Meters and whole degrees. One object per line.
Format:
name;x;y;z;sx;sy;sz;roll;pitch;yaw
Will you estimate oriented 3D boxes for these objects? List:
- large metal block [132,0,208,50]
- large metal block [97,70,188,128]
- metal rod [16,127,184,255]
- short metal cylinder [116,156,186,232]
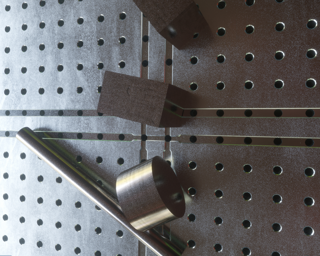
large metal block;0.008;-0.151;0.380;0.050;0.080;0.080;-39;78;16
large metal block;-0.019;-0.034;0.389;0.080;0.080;0.050;14;95;19
metal rod;-0.096;0.090;0.444;0.300;0.025;0.025;34;101;16
short metal cylinder;-0.010;0.081;0.386;0.050;0.080;0.080;-27;81;18
